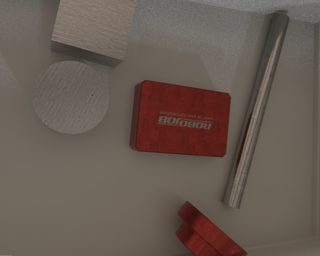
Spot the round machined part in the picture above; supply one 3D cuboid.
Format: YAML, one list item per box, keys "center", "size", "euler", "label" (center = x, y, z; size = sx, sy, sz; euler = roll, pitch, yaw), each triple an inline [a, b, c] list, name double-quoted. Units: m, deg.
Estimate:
- center: [0.058, 0.142, 0.396]
  size: [0.098, 0.098, 0.042]
  euler: [43, 83, -15]
  label: "round machined part"

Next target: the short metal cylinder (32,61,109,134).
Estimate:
- center: [-0.104, -0.033, 0.359]
  size: [0.081, 0.050, 0.079]
  euler: [0, 90, -21]
  label: "short metal cylinder"

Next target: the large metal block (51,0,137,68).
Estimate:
- center: [-0.079, -0.125, 0.368]
  size: [0.081, 0.050, 0.080]
  euler: [12, 86, -20]
  label: "large metal block"

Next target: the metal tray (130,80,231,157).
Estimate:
- center: [0.029, -0.010, 0.420]
  size: [0.131, 0.030, 0.089]
  euler: [6, 88, -20]
  label: "metal tray"

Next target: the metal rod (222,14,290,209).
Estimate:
- center: [0.146, -0.029, 0.466]
  size: [0.025, 0.025, 0.299]
  euler: [19, 84, -20]
  label: "metal rod"
